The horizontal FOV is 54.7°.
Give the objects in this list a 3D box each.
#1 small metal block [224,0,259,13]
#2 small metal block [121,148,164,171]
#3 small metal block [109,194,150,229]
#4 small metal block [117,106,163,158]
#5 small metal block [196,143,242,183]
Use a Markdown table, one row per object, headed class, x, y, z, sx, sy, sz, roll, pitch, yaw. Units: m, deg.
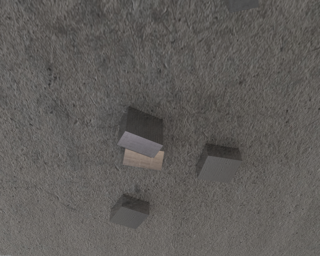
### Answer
| class | x | y | z | sx | sy | sz | roll | pitch | yaw |
| --- | --- | --- | --- | --- | --- | --- | --- | --- | --- |
| small metal block | 0.068 | -0.138 | 0.274 | 0.025 | 0.050 | 0.050 | -9 | 130 | 8 |
| small metal block | -0.025 | 0.040 | 0.423 | 0.050 | 0.050 | 0.025 | 10 | 84 | -9 |
| small metal block | -0.052 | 0.144 | 0.529 | 0.050 | 0.025 | 0.050 | 23 | 126 | -19 |
| small metal block | -0.024 | 0.005 | 0.394 | 0.050 | 0.050 | 0.025 | 22 | 126 | -18 |
| small metal block | 0.085 | 0.052 | 0.452 | 0.050 | 0.025 | 0.050 | 10 | 130 | -9 |
